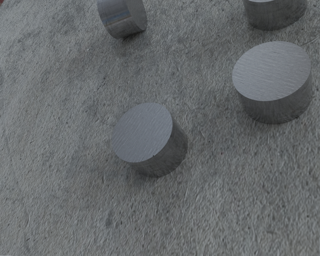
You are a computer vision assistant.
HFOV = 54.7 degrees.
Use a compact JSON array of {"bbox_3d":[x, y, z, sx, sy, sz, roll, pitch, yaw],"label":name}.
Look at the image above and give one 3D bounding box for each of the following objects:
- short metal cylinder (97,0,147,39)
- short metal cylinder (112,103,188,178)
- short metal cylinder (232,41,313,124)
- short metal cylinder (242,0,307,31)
[{"bbox_3d":[-0.062,-0.197,0.522,0.050,0.080,0.080,-13,56,21],"label":"short metal cylinder"},{"bbox_3d":[-0.012,0.015,0.385,0.080,0.050,0.080,-13,56,21],"label":"short metal cylinder"},{"bbox_3d":[0.128,-0.051,0.352,0.080,0.050,0.080,-13,56,21],"label":"short metal cylinder"},{"bbox_3d":[0.153,-0.179,0.417,0.080,0.050,0.080,-13,56,21],"label":"short metal cylinder"}]
